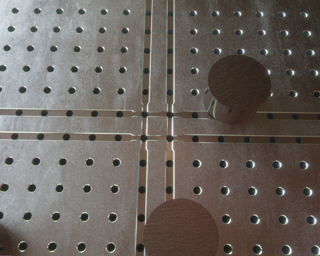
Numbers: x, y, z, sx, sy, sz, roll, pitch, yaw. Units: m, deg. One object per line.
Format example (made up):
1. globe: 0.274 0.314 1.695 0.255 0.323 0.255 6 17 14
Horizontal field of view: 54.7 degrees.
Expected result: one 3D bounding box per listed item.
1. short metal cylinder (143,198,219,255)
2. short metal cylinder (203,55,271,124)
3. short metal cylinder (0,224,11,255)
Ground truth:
1. short metal cylinder: 0.022 0.124 0.353 0.081 0.050 0.080 0 70 0
2. short metal cylinder: 0.101 -0.051 0.418 0.081 0.050 0.080 0 70 0
3. short metal cylinder: -0.219 0.140 0.345 0.081 0.050 0.080 0 70 0
